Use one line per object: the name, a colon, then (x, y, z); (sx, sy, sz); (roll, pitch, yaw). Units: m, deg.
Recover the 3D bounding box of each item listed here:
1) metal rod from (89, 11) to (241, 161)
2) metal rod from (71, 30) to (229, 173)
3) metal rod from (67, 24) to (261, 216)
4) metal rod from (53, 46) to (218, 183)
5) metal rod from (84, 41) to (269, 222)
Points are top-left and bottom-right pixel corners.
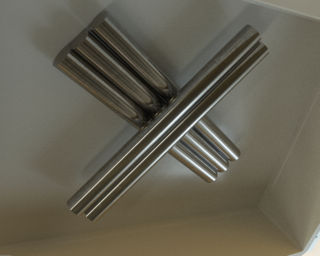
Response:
metal rod: (0.028, -0.032, 0.402); (0.025, 0.025, 0.301); (-47, 129, 4)
metal rod: (0.010, -0.014, 0.403); (0.025, 0.025, 0.301); (-47, 129, 4)
metal rod: (0.003, -0.007, 0.371); (0.300, 0.025, 0.025); (-45, 129, 3)
metal rod: (-0.008, 0.003, 0.403); (0.025, 0.025, 0.301); (-47, 129, 4)
metal rod: (0.018, 0.005, 0.387); (0.300, 0.025, 0.025); (-45, 129, 3)
